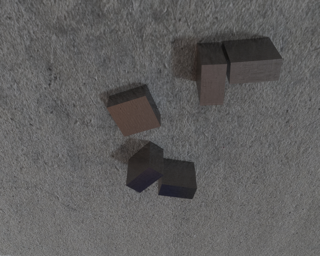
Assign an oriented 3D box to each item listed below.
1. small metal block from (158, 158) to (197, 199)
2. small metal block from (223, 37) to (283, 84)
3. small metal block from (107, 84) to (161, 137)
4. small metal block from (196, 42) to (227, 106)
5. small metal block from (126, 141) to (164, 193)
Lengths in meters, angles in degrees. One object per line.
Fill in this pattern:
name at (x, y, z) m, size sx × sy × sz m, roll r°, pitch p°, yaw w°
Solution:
small metal block at (0.025, 0.074, 0.454) m, size 0.050 × 0.050 × 0.025 m, roll 9°, pitch 130°, yaw -8°
small metal block at (0.096, -0.072, 0.330) m, size 0.050 × 0.050 × 0.025 m, roll -4°, pitch 130°, yaw 3°
small metal block at (-0.031, -0.021, 0.389) m, size 0.050 × 0.025 × 0.050 m, roll -16°, pitch 129°, yaw 13°
small metal block at (0.055, -0.060, 0.340) m, size 0.025 × 0.050 × 0.050 m, roll -2°, pitch 130°, yaw 2°
small metal block at (-0.021, 0.055, 0.437) m, size 0.025 × 0.050 × 0.050 m, roll 34°, pitch 122°, yaw -25°
